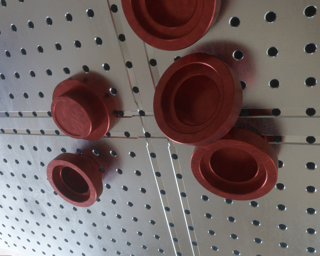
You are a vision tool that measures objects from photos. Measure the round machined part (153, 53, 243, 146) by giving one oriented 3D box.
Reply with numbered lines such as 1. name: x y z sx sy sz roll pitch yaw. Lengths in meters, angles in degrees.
1. round machined part: 0.044 -0.029 0.338 0.098 0.042 0.097 -8 77 36

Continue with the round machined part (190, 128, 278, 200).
1. round machined part: 0.089 0.038 0.370 0.098 0.042 0.097 12 130 15

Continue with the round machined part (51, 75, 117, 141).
1. round machined part: -0.116 -0.023 0.445 0.098 0.042 0.097 13 124 20

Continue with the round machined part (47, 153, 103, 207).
1. round machined part: -0.137 0.082 0.521 0.098 0.042 0.097 13 124 20

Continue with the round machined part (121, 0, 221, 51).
1. round machined part: 0.014 -0.131 0.311 0.098 0.042 0.097 13 124 20
